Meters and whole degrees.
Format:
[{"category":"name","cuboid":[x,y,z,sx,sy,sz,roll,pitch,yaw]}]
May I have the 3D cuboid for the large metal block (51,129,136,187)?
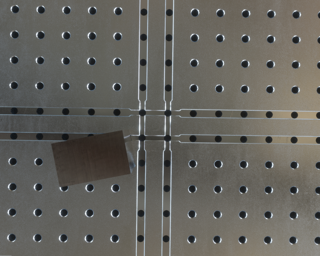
[{"category":"large metal block","cuboid":[-0.077,0.034,0.385,0.080,0.080,0.050,-11,90,0]}]
